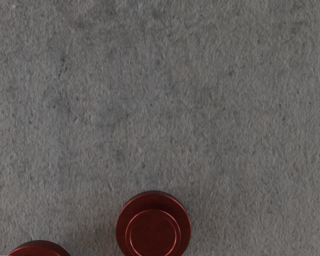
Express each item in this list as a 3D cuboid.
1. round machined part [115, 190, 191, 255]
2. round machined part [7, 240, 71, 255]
[{"bbox_3d":[-0.009,0.134,0.402,0.099,0.042,0.097,0,90,-1],"label":"round machined part"},{"bbox_3d":[-0.155,0.193,0.400,0.099,0.042,0.097,0,90,-1],"label":"round machined part"}]
